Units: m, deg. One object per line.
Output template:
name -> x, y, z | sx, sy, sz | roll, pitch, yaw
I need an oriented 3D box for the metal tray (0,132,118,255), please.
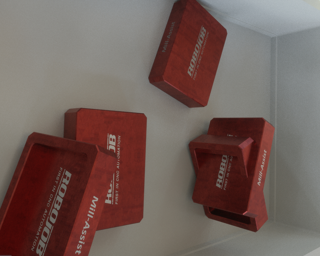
metal tray -> -0.099, 0.074, 0.278 | 0.030, 0.090, 0.130 | 37, 65, -57

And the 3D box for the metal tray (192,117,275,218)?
metal tray -> 0.102, 0.051, 0.436 | 0.030, 0.090, 0.130 | 27, 73, -41

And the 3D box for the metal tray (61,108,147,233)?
metal tray -> -0.061, 0.045, 0.352 | 0.091, 0.030, 0.129 | 3, 88, -40

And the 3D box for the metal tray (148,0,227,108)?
metal tray -> 0.044, -0.104, 0.439 | 0.090, 0.030, 0.130 | 28, 73, -37

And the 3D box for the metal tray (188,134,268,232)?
metal tray -> 0.097, 0.076, 0.443 | 0.030, 0.090, 0.129 | -28, 110, -39
